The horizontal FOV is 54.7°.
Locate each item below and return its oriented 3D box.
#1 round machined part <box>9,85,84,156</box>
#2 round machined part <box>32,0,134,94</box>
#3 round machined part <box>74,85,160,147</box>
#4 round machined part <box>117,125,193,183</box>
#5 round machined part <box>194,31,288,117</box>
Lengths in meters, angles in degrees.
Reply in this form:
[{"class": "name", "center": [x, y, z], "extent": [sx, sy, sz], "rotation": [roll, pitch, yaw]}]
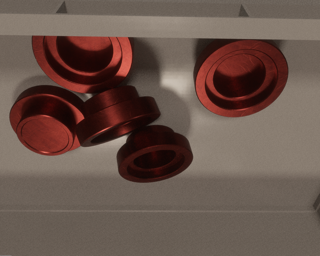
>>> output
[{"class": "round machined part", "center": [-0.140, -0.002, 0.394], "extent": [0.099, 0.042, 0.097], "rotation": [-1, 130, 0]}, {"class": "round machined part", "center": [-0.076, -0.088, 0.322], "extent": [0.099, 0.042, 0.097], "rotation": [-1, 130, 0]}, {"class": "round machined part", "center": [-0.052, -0.016, 0.361], "extent": [0.098, 0.098, 0.042], "rotation": [-25, 83, 20]}, {"class": "round machined part", "center": [-0.009, 0.032, 0.413], "extent": [0.099, 0.042, 0.098], "rotation": [-10, 146, -6]}, {"class": "round machined part", "center": [0.087, -0.062, 0.346], "extent": [0.099, 0.042, 0.097], "rotation": [-1, 130, 0]}]
